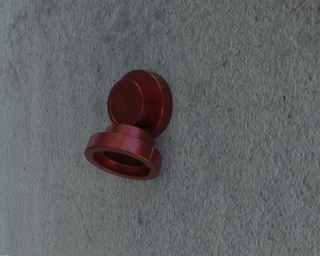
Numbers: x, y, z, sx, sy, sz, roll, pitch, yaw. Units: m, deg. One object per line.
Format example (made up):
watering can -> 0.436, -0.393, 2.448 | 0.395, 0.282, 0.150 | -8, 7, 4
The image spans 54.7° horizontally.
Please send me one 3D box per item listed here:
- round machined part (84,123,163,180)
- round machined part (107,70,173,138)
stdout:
round machined part -> -0.044, 0.029, 0.404 | 0.098, 0.098, 0.042 | -11, 52, 39
round machined part -> -0.034, -0.031, 0.422 | 0.098, 0.042, 0.097 | 0, 90, 40
